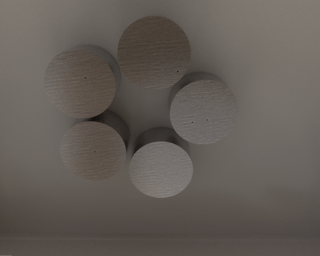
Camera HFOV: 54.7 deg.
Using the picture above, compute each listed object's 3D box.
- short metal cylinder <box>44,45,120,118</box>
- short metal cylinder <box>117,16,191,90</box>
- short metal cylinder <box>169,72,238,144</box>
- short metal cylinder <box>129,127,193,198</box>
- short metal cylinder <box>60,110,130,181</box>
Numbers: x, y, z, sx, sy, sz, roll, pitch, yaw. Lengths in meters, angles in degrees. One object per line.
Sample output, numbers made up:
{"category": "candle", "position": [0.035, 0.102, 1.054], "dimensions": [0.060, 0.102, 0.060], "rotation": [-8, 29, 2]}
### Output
{"category": "short metal cylinder", "position": [-0.090, -0.057, 0.374], "dimensions": [0.081, 0.050, 0.079], "rotation": [0, 110, 0]}
{"category": "short metal cylinder", "position": [-0.006, -0.089, 0.363], "dimensions": [0.081, 0.050, 0.079], "rotation": [0, 110, 0]}
{"category": "short metal cylinder", "position": [0.052, -0.026, 0.387], "dimensions": [0.081, 0.050, 0.079], "rotation": [0, 110, 0]}
{"category": "short metal cylinder", "position": [0.001, 0.045, 0.412], "dimensions": [0.081, 0.050, 0.079], "rotation": [0, 110, 0]}
{"category": "short metal cylinder", "position": [-0.082, 0.021, 0.403], "dimensions": [0.081, 0.050, 0.079], "rotation": [0, 110, 0]}
